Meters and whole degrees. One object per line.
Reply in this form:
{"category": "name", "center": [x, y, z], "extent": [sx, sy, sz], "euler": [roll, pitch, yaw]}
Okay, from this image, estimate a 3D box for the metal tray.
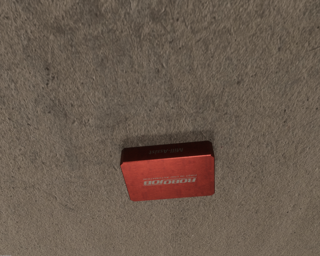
{"category": "metal tray", "center": [0.014, 0.066, 0.461], "extent": [0.131, 0.030, 0.089], "euler": [-5, 130, 4]}
